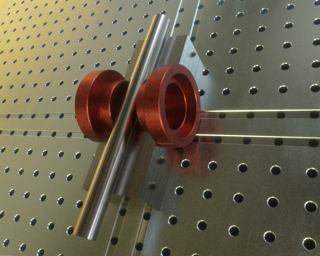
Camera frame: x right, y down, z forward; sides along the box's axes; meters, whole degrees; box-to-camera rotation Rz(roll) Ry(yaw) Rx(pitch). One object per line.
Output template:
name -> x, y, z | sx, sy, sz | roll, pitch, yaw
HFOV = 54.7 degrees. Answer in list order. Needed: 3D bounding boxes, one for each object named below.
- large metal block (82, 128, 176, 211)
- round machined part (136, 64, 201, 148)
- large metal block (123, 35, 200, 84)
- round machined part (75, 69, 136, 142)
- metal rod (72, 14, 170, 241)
large metal block -> -0.036, 0.049, 0.380 | 0.080, 0.050, 0.080 | 3, 63, 29
round machined part -> 0.008, -0.025, 0.372 | 0.042, 0.098, 0.098 | -1, 61, 33
large metal block -> 0.003, -0.081, 0.440 | 0.080, 0.050, 0.080 | 2, 63, 29
round machined part -> -0.062, -0.028, 0.410 | 0.042, 0.098, 0.098 | 2, 63, 29
metal rod -> -0.038, -0.019, 0.376 | 0.025, 0.025, 0.300 | 3, 63, 29
